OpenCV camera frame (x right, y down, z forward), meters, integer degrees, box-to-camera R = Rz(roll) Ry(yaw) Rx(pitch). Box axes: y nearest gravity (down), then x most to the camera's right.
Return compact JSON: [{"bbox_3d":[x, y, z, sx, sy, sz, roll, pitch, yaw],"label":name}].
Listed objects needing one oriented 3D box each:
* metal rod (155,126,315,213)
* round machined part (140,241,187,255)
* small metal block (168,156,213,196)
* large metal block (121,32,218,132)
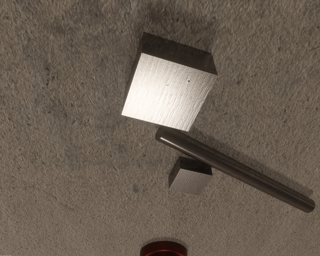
[{"bbox_3d":[0.126,0.068,0.467,0.301,0.025,0.025,27,125,-22],"label":"metal rod"},{"bbox_3d":[0.008,0.274,0.630,0.099,0.042,0.097,-1,130,0],"label":"round machined part"},{"bbox_3d":[0.045,0.074,0.471,0.050,0.025,0.050,14,129,-12],"label":"small metal block"},{"bbox_3d":[0.008,-0.050,0.348,0.081,0.050,0.079,14,129,-12],"label":"large metal block"}]
